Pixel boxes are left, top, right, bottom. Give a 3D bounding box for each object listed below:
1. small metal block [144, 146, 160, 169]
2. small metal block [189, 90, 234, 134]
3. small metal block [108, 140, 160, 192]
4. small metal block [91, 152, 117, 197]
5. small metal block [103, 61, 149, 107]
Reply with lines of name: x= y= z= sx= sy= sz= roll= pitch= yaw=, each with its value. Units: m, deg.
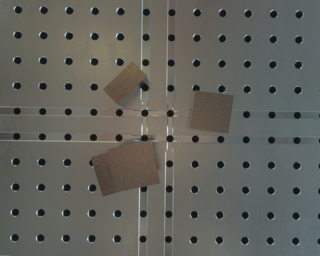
small metal block: x=-0.027 y=0.044 z=0.401 sx=0.050 sy=0.050 sz=0.025 roll=-17 pitch=90 yaw=0
small metal block: x=0.067 y=-0.021 z=0.414 sx=0.050 sy=0.025 sz=0.050 roll=8 pitch=90 yaw=0
small metal block: x=-0.030 y=0.043 z=0.363 sx=0.050 sy=0.025 sz=0.050 roll=-11 pitch=90 yaw=0
small metal block: x=-0.065 y=0.056 z=0.401 sx=0.025 sy=0.050 sz=0.050 roll=-17 pitch=90 yaw=0
small metal block: x=-0.042 y=-0.055 z=0.401 sx=0.050 sy=0.050 sz=0.025 roll=-44 pitch=90 yaw=0
